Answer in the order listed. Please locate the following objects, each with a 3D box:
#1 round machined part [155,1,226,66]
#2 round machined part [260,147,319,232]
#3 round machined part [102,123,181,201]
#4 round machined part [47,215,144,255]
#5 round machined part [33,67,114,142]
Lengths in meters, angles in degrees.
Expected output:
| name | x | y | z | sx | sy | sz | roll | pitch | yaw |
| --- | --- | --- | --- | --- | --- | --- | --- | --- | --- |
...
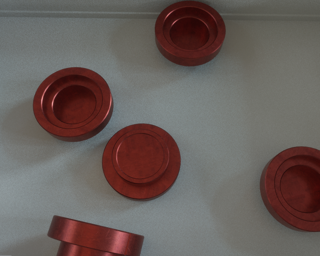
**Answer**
| name | x | y | z | sx | sy | sz | roll | pitch | yaw |
| --- | --- | --- | --- | --- | --- | --- | --- | --- | --- |
| round machined part | 0.042 | -0.131 | 0.449 | 0.099 | 0.042 | 0.098 | 0 | 70 | 0 |
| round machined part | 0.170 | 0.075 | 0.374 | 0.099 | 0.042 | 0.098 | 0 | 70 | 0 |
| round machined part | -0.023 | 0.039 | 0.386 | 0.099 | 0.042 | 0.098 | 0 | 70 | 0 |
| round machined part | -0.069 | 0.124 | 0.325 | 0.099 | 0.098 | 0.042 | 12 | 71 | 4 |
| round machined part | -0.111 | -0.028 | 0.410 | 0.099 | 0.042 | 0.098 | 0 | 70 | 0 |
